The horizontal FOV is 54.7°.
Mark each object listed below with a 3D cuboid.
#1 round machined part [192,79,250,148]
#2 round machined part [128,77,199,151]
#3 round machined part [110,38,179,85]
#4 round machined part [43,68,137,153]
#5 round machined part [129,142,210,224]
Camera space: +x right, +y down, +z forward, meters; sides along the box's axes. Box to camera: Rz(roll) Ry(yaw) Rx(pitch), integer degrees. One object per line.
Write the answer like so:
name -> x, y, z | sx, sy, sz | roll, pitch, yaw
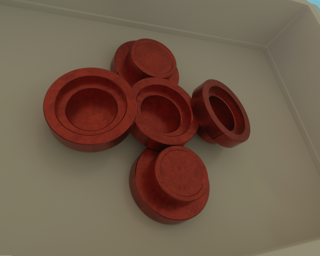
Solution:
round machined part -> 0.079, -0.016, 0.434 | 0.098, 0.042, 0.098 | 27, 46, -31
round machined part -> -0.002, -0.014, 0.399 | 0.099, 0.042, 0.098 | 14, 56, -21
round machined part -> -0.016, -0.086, 0.436 | 0.099, 0.042, 0.098 | 14, 56, -21
round machined part -> -0.077, -0.017, 0.351 | 0.099, 0.042, 0.098 | 4, 62, -7
round machined part -> 0.017, 0.059, 0.365 | 0.099, 0.042, 0.098 | 14, 56, -21
